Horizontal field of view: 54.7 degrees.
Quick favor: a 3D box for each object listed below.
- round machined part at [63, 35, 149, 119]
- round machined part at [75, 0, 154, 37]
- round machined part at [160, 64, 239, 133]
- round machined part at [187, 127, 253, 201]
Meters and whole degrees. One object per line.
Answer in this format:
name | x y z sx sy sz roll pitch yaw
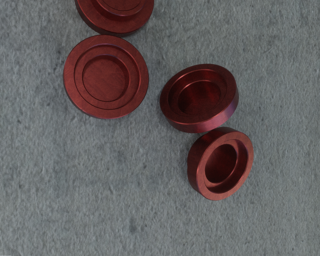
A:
round machined part | -0.067 -0.059 0.376 0.099 0.042 0.097 0 90 -21
round machined part | -0.053 -0.165 0.381 0.099 0.042 0.097 0 90 -21
round machined part | 0.053 -0.034 0.401 0.098 0.098 0.042 -49 141 -14
round machined part | 0.076 0.044 0.419 0.099 0.042 0.097 -12 113 -29
